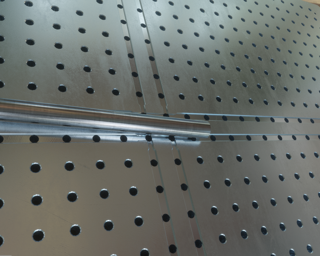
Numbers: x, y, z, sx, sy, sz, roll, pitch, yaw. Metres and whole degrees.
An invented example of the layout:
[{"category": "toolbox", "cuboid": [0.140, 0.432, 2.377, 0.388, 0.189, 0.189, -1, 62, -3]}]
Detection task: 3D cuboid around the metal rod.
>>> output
[{"category": "metal rod", "cuboid": [-0.071, -0.010, 0.375, 0.302, 0.025, 0.025, 5, 59, -25]}]
